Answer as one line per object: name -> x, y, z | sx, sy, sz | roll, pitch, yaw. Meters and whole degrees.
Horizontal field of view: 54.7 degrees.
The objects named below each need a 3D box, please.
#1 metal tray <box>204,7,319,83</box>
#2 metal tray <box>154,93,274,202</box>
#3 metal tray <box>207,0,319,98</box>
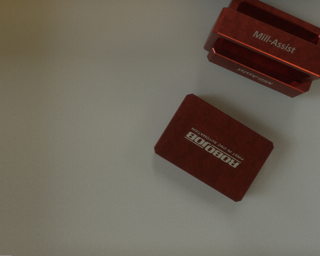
metal tray -> 0.124, -0.094, 0.378 | 0.131, 0.090, 0.030 | 23, 92, 0
metal tray -> 0.069, 0.025, 0.409 | 0.130, 0.030, 0.090 | 31, 90, 0
metal tray -> 0.138, -0.106, 0.400 | 0.131, 0.030, 0.090 | 23, 81, -2
